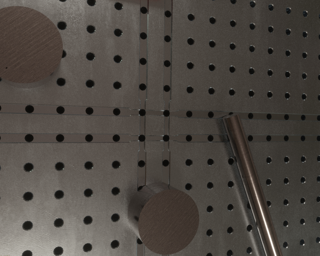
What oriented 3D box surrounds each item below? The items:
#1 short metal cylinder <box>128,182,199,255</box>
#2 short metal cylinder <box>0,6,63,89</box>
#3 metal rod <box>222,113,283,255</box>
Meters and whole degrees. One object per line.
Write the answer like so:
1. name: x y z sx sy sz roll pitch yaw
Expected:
1. short metal cylinder: 0.003 0.115 0.402 0.081 0.050 0.079 0 90 -21
2. short metal cylinder: -0.151 -0.086 0.344 0.081 0.050 0.079 0 90 -21
3. metal rod: 0.151 0.122 0.470 0.025 0.025 0.298 -21 97 -19
